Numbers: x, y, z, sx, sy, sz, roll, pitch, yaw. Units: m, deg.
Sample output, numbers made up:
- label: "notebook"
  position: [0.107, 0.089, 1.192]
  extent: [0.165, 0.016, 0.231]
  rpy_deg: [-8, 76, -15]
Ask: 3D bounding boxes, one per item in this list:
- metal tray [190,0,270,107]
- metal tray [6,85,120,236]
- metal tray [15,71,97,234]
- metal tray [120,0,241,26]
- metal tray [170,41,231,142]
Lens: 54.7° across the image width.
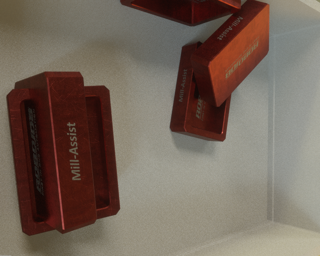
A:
- label: "metal tray"
  position: [0.102, -0.103, 0.431]
  extent: [0.130, 0.030, 0.090]
  rpy_deg: [-46, 145, -16]
- label: "metal tray"
  position: [-0.091, 0.026, 0.299]
  extent: [0.091, 0.030, 0.129]
  rpy_deg: [-7, 94, -27]
- label: "metal tray"
  position: [-0.098, 0.019, 0.282]
  extent: [0.030, 0.090, 0.129]
  rpy_deg: [-8, 96, -39]
- label: "metal tray"
  position: [0.028, -0.166, 0.388]
  extent: [0.131, 0.090, 0.030]
  rpy_deg: [1, 90, -40]
- label: "metal tray"
  position: [0.066, -0.051, 0.460]
  extent: [0.091, 0.030, 0.129]
  rpy_deg: [15, 81, -39]
